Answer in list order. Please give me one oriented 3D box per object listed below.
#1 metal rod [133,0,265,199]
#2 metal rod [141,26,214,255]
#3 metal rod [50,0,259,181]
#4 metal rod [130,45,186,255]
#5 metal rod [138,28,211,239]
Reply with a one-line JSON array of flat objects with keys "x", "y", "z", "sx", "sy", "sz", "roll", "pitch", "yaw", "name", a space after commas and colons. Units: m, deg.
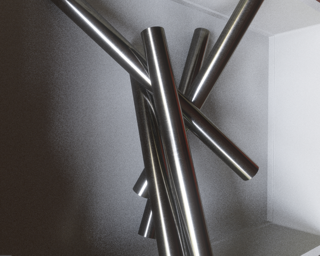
[{"x": 0.050, "y": -0.047, "z": 0.376, "sx": 0.025, "sy": 0.025, "sz": 0.299, "roll": 25, "pitch": 98, "yaw": -38, "name": "metal rod"}, {"x": 0.023, "y": 0.045, "z": 0.310, "sx": 0.025, "sy": 0.025, "sz": 0.298, "roll": -8, "pitch": 83, "yaw": -40, "name": "metal rod"}, {"x": 0.000, "y": -0.046, "z": 0.345, "sx": 0.300, "sy": 0.025, "sz": 0.025, "roll": 42, "pitch": 62, "yaw": -10, "name": "metal rod"}, {"x": -0.004, "y": 0.040, "z": 0.329, "sx": 0.025, "sy": 0.025, "sz": 0.299, "roll": 9, "pitch": 61, "yaw": -40, "name": "metal rod"}, {"x": 0.024, "y": -0.002, "z": 0.428, "sx": 0.025, "sy": 0.025, "sz": 0.299, "roll": 26, "pitch": 74, "yaw": -37, "name": "metal rod"}]
